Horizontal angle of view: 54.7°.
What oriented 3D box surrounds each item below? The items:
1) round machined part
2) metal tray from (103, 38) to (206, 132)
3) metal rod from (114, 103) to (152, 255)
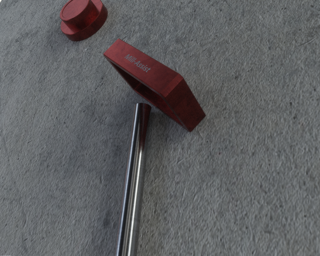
[{"bbox_3d":[-0.156,-0.222,0.608,0.098,0.042,0.098,-13,56,20],"label":"round machined part"},{"bbox_3d":[-0.008,-0.056,0.399,0.030,0.090,0.130,-48,52,-5],"label":"metal tray"},{"bbox_3d":[-0.035,0.102,0.358,0.025,0.025,0.299,-9,58,23],"label":"metal rod"}]
